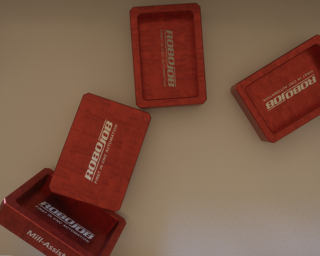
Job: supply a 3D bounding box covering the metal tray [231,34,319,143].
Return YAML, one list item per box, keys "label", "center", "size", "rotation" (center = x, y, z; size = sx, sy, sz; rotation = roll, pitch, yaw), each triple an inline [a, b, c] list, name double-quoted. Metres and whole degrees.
- label: "metal tray"
  center: [0.173, -0.050, 0.409]
  size: [0.130, 0.030, 0.090]
  rotation: [-32, 90, 0]

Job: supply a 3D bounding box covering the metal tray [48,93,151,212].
- label: "metal tray"
  center: [-0.074, 0.030, 0.397]
  size: [0.090, 0.030, 0.130]
  rotation: [19, 82, -3]

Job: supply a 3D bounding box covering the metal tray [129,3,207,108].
- label: "metal tray"
  center: [0.011, -0.092, 0.408]
  size: [0.091, 0.030, 0.129]
  rotation: [-4, 90, 0]

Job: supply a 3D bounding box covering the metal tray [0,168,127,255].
- label: "metal tray"
  center: [-0.113, 0.111, 0.375]
  size: [0.130, 0.090, 0.030]
  rotation: [34, 111, 0]
